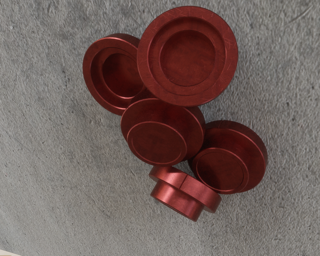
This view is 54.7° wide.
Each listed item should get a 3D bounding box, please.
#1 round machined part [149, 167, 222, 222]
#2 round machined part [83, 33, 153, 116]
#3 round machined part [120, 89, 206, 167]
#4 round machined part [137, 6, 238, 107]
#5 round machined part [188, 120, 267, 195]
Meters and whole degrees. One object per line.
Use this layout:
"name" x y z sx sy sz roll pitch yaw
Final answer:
"round machined part" 0.027 0.087 0.403 0.098 0.042 0.098 29 167 8
"round machined part" -0.041 -0.066 0.376 0.098 0.042 0.097 13 124 20
"round machined part" 0.001 0.007 0.357 0.098 0.042 0.097 9 131 10
"round machined part" 0.029 -0.070 0.320 0.098 0.042 0.097 0 92 10
"round machined part" 0.078 0.042 0.381 0.098 0.042 0.097 13 124 20
